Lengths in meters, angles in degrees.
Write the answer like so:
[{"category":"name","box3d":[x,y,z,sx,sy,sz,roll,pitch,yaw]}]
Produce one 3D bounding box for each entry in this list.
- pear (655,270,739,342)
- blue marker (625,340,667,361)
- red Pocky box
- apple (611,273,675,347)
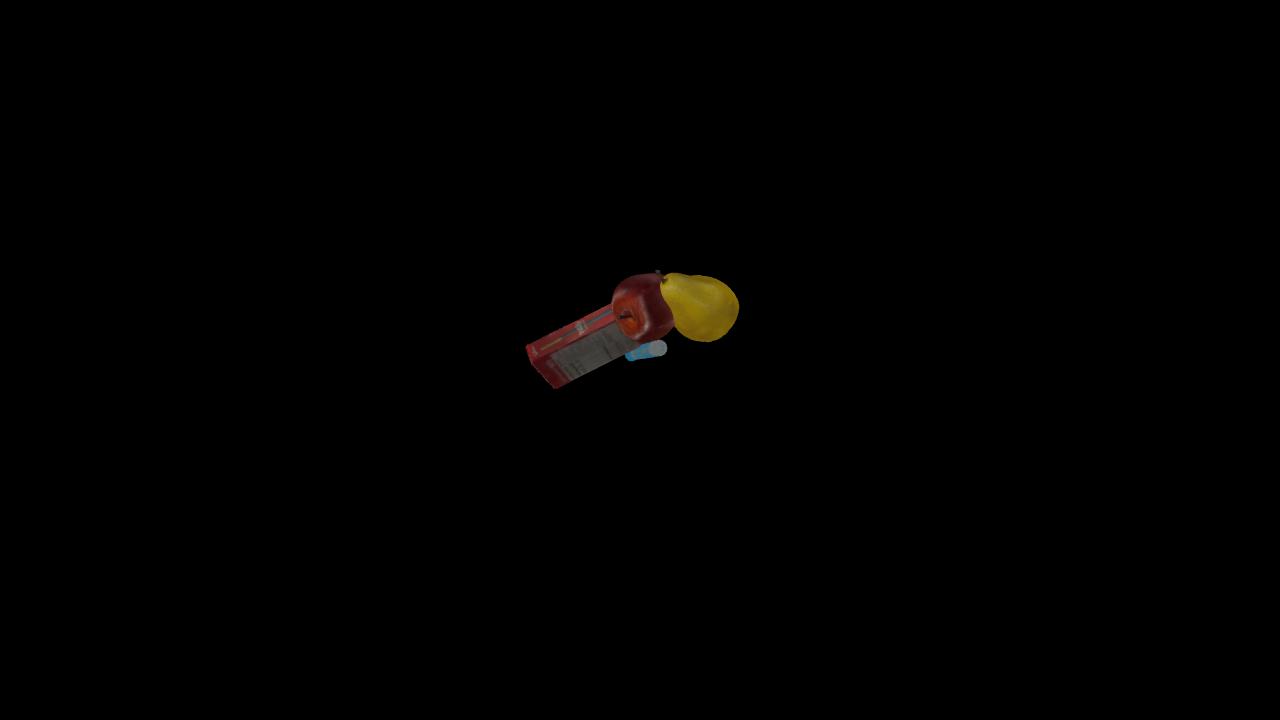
[{"category":"pear","box3d":[0.051,-0.066,0.674,0.111,0.080,0.080,29,-12,-23]},{"category":"blue marker","box3d":[0.005,-0.010,0.757,0.020,0.020,0.121,0,-3,-17]},{"category":"red Pocky box","box3d":[-0.050,-0.024,0.728,0.155,0.028,0.083,-27,-27,0]},{"category":"apple","box3d":[0.010,-0.061,0.697,0.079,0.079,0.093,0,19,45]}]
